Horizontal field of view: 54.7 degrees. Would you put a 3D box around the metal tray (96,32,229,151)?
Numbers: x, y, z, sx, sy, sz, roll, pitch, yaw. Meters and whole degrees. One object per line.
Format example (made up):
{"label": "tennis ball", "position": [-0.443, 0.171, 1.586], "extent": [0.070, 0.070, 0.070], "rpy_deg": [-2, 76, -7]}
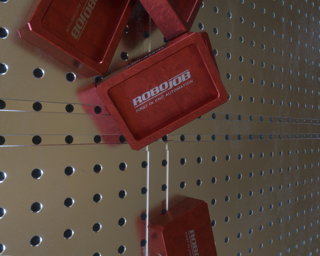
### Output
{"label": "metal tray", "position": [0.004, -0.043, 0.364], "extent": [0.130, 0.030, 0.090], "rpy_deg": [-29, 111, 0]}

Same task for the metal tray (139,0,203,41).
{"label": "metal tray", "position": [0.015, -0.183, 0.394], "extent": [0.090, 0.030, 0.130], "rpy_deg": [50, 42, -29]}

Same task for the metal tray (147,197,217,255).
{"label": "metal tray", "position": [0.038, 0.177, 0.440], "extent": [0.091, 0.030, 0.129], "rpy_deg": [-20, 103, -39]}

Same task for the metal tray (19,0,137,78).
{"label": "metal tray", "position": [-0.080, -0.133, 0.339], "extent": [0.090, 0.030, 0.130], "rpy_deg": [31, 71, -36]}

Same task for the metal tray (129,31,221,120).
{"label": "metal tray", "position": [0.028, -0.073, 0.431], "extent": [0.131, 0.030, 0.090], "rpy_deg": [-32, 110, -35]}
